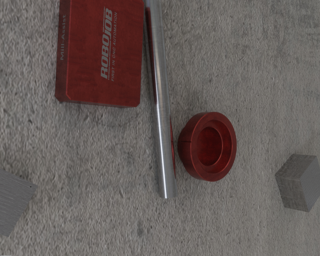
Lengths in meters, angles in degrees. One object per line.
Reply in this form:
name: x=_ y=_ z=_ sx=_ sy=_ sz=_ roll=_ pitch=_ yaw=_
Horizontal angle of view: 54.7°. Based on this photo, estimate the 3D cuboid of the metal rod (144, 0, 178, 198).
metal rod: x=-0.002 y=-0.058 z=0.402 sx=0.025 sy=0.025 sz=0.298 roll=-9 pitch=96 yaw=-40

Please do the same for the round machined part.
round machined part: x=0.064 y=0.026 z=0.447 sx=0.099 sy=0.042 sz=0.097 roll=0 pitch=90 yaw=-40

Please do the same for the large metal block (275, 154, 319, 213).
large metal block: x=0.284 y=0.109 z=0.626 sx=0.081 sy=0.050 sz=0.080 roll=-35 pitch=112 yaw=-34

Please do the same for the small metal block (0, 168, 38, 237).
small metal block: x=-0.149 y=0.063 z=0.280 sx=0.050 sy=0.025 sz=0.050 roll=38 pitch=67 yaw=-33

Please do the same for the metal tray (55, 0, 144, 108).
metal tray: x=-0.065 y=-0.091 z=0.347 sx=0.091 sy=0.030 sz=0.129 roll=4 pitch=88 yaw=-40
